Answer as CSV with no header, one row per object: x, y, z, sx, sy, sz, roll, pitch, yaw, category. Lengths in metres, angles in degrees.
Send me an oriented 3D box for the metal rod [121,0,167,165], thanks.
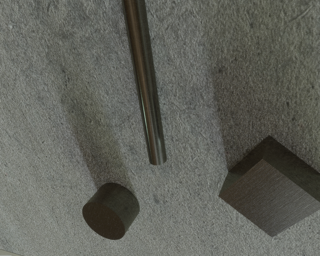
-0.021,-0.085,0.363,0.025,0.025,0.298,6,121,25,metal rod

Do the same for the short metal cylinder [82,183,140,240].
-0.081,0.139,0.517,0.080,0.050,0.079,13,124,20,short metal cylinder

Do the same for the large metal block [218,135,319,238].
0.130,0.069,0.364,0.080,0.050,0.080,38,129,2,large metal block
